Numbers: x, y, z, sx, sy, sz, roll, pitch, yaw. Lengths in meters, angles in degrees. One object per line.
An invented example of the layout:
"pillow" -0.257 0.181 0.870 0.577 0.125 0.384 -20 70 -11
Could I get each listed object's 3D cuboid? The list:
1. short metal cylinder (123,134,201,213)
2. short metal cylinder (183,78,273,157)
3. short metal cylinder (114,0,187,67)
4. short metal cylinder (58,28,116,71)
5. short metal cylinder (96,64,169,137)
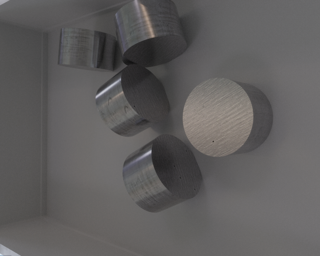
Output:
"short metal cylinder" 0.003 0.054 0.369 0.050 0.081 0.080 -34 69 35
"short metal cylinder" 0.072 -0.011 0.331 0.080 0.050 0.080 0 90 40
"short metal cylinder" -0.012 -0.115 0.381 0.080 0.081 0.050 -22 76 38
"short metal cylinder" -0.108 -0.114 0.460 0.080 0.081 0.050 11 97 39
"short metal cylinder" -0.035 -0.035 0.400 0.050 0.081 0.080 -28 72 36
